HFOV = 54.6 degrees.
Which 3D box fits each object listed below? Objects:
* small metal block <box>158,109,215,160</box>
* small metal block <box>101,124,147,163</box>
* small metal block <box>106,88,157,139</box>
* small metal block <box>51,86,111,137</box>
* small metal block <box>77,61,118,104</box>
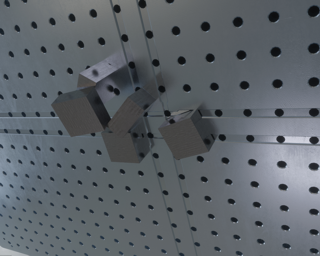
[{"bbox_3d":[0.034,0.009,0.399,0.050,0.025,0.050,-19,108,35],"label":"small metal block"},{"bbox_3d":[-0.052,0.023,0.453,0.050,0.025,0.050,0,118,28],"label":"small metal block"},{"bbox_3d":[-0.036,-0.020,0.395,0.025,0.050,0.050,40,115,-1],"label":"small metal block"},{"bbox_3d":[-0.097,-0.019,0.385,0.050,0.025,0.050,-10,123,20],"label":"small metal block"},{"bbox_3d":[-0.083,-0.054,0.407,0.025,0.050,0.050,29,128,10],"label":"small metal block"}]
